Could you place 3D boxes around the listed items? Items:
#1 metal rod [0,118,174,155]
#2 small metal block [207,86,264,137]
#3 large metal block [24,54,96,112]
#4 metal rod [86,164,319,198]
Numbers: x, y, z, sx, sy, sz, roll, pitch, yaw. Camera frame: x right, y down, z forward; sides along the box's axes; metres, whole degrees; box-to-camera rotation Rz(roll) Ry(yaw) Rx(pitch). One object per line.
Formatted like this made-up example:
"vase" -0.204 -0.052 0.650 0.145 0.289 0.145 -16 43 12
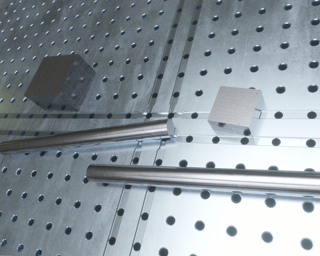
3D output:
"metal rod" -0.123 0.017 0.460 0.301 0.025 0.025 -7 59 24
"small metal block" 0.092 -0.021 0.372 0.050 0.025 0.050 11 67 32
"large metal block" -0.167 -0.075 0.524 0.080 0.050 0.080 3 63 29
"metal rod" 0.043 0.057 0.349 0.301 0.025 0.025 -2 61 27
